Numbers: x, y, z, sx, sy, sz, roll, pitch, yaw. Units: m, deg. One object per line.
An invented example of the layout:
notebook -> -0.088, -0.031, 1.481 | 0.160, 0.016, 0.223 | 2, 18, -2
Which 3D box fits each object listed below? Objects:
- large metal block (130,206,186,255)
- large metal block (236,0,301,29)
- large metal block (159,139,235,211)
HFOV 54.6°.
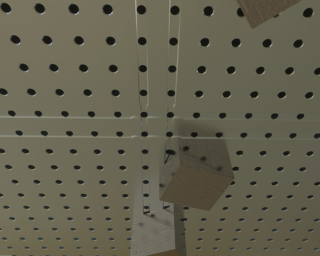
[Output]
large metal block -> -0.002, 0.193, 0.539 | 0.080, 0.080, 0.050 | -19, 128, 15
large metal block -> 0.095, -0.149, 0.269 | 0.080, 0.050, 0.080 | -28, 125, 21
large metal block -> 0.050, 0.071, 0.456 | 0.080, 0.050, 0.080 | 15, 129, -13
